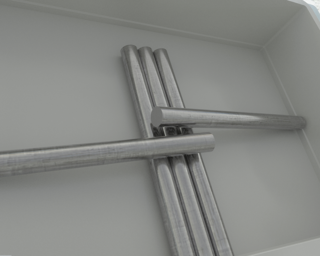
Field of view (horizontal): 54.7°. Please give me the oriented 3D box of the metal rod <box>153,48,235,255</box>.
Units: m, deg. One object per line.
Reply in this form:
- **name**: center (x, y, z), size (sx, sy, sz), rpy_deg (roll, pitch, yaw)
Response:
- **metal rod**: center (0.036, 0.018, 0.414), size (0.025, 0.025, 0.299), rpy_deg (-1, 62, -29)

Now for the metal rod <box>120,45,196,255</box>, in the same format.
- **metal rod**: center (-0.008, 0.019, 0.390), size (0.025, 0.025, 0.299), rpy_deg (-1, 62, -29)

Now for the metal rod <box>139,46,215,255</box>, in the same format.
- **metal rod**: center (0.014, 0.018, 0.402), size (0.025, 0.025, 0.299), rpy_deg (-1, 62, -29)

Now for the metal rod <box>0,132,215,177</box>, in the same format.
- **metal rod**: center (-0.076, 0.028, 0.326), size (0.303, 0.025, 0.025), rpy_deg (-4, 64, -24)

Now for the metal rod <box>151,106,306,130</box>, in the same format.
- **metal rod**: center (0.120, -0.011, 0.455), size (0.302, 0.025, 0.025), rpy_deg (1, 61, -35)
